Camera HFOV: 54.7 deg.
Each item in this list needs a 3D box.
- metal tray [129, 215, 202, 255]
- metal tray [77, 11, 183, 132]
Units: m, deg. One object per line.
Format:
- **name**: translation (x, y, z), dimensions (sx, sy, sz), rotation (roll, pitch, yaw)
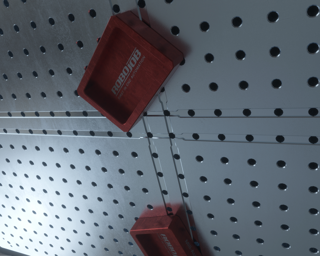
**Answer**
- **metal tray**: translation (0.017, 0.211, 0.529), dimensions (0.090, 0.030, 0.130), rotation (-18, 109, 35)
- **metal tray**: translation (-0.042, -0.066, 0.389), dimensions (0.090, 0.030, 0.129), rotation (39, 129, 1)
